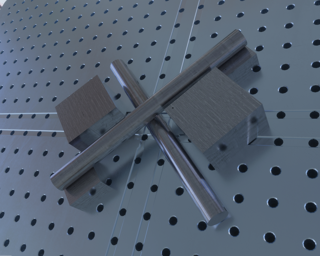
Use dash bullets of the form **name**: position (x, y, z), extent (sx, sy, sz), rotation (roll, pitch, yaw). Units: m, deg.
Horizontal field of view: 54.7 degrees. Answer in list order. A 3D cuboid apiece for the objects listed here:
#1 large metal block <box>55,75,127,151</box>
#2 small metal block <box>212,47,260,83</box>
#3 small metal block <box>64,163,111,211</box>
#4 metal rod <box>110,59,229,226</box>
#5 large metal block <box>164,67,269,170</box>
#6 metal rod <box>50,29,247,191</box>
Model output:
- **large metal block**: position (-0.097, -0.018, 0.454), extent (0.080, 0.050, 0.080), rotation (-37, 51, 3)
- **small metal block**: position (0.095, -0.088, 0.413), extent (0.050, 0.025, 0.050), rotation (-38, 51, 3)
- **small metal block**: position (-0.101, 0.073, 0.417), extent (0.050, 0.025, 0.050), rotation (-39, 51, 2)
- **metal rod**: position (-0.005, -0.004, 0.412), extent (0.025, 0.025, 0.300), rotation (-37, 51, 4)
- **large metal block**: position (0.066, -0.012, 0.365), extent (0.080, 0.050, 0.080), rotation (-40, 51, 1)
- **metal rod**: position (-0.015, -0.022, 0.397), extent (0.300, 0.025, 0.025), rotation (-38, 51, 2)
